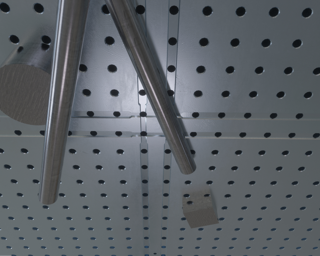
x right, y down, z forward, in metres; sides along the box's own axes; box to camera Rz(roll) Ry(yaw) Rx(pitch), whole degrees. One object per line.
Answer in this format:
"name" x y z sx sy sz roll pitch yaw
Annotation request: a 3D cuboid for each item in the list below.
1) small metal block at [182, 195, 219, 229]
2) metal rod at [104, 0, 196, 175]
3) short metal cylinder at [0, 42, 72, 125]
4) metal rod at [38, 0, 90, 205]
"small metal block" 0.071 0.146 0.537 0.050 0.025 0.050 -15 129 12
"metal rod" -0.006 -0.047 0.371 0.025 0.025 0.299 -15 129 12
"short metal cylinder" -0.141 -0.049 0.352 0.081 0.050 0.079 0 130 0
"metal rod" -0.109 -0.014 0.332 0.025 0.025 0.298 13 129 -11
